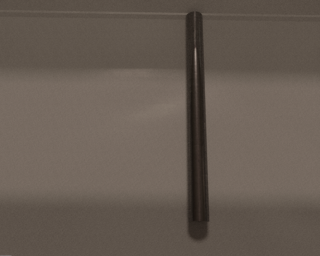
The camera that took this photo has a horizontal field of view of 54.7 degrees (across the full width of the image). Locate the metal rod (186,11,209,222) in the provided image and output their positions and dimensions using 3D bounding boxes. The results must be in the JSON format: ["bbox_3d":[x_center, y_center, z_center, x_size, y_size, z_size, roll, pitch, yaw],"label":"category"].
[{"bbox_3d":[0.049,-0.029,0.420,0.025,0.025,0.299,1,70,0],"label":"metal rod"}]
